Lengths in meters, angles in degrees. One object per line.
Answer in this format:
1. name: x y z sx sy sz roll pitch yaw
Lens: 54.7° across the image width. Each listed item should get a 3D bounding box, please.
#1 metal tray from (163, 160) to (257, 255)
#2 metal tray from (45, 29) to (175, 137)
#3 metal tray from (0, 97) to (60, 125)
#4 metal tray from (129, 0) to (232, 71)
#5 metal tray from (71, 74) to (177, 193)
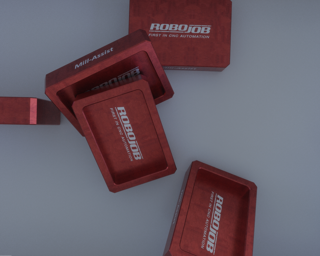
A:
1. metal tray: 0.064 0.109 0.369 0.090 0.030 0.130 22 47 0
2. metal tray: -0.058 -0.050 0.376 0.130 0.030 0.090 -25 135 3
3. metal tray: -0.200 -0.020 0.377 0.131 0.090 0.030 1 90 0
4. metal tray: 0.025 -0.124 0.409 0.131 0.030 0.089 2 90 0
5. metal tray: -0.041 0.009 0.384 0.090 0.030 0.129 -19 113 0
